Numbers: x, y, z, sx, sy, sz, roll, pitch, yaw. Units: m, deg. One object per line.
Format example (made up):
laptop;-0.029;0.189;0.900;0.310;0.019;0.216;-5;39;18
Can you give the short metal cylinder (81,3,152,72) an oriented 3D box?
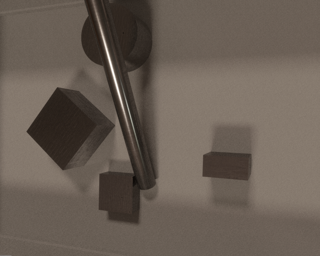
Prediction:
short metal cylinder;-0.057;-0.119;0.416;0.080;0.050;0.079;0;90;19

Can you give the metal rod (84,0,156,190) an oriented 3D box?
metal rod;-0.049;-0.058;0.362;0.025;0.025;0.298;-5;114;19

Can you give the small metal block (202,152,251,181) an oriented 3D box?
small metal block;0.081;0.044;0.368;0.050;0.050;0.025;2;91;19

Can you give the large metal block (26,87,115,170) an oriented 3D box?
large metal block;-0.126;0.001;0.440;0.080;0.050;0.080;42;103;14

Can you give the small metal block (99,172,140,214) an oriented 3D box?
small metal block;-0.056;0.088;0.429;0.050;0.025;0.050;1;91;19
